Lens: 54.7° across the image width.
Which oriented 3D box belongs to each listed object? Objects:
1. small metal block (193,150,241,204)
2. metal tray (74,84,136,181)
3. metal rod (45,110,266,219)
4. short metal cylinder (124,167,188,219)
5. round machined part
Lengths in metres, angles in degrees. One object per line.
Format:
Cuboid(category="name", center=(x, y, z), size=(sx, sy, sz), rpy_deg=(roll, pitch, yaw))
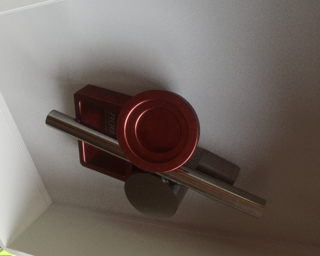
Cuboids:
Cuboid(category="small metal block", center=(0.070, 0.065, 0.409), size=(0.050, 0.025, 0.050), rpy_deg=(28, 128, 10))
Cuboid(category="metal tray", center=(-0.073, 0.010, 0.445), size=(0.090, 0.030, 0.129), rpy_deg=(17, 125, 18))
Cuboid(category="metal rod", center=(-0.014, 0.042, 0.401), size=(0.301, 0.025, 0.025), rpy_deg=(22, 127, 11))
Cuboid(category="short metal cylinder", center=(-0.003, 0.082, 0.440), size=(0.080, 0.050, 0.079), rpy_deg=(13, 124, 20))
Cuboid(category="round machined part", center=(0.000, 0.002, 0.380), size=(0.098, 0.042, 0.097), rpy_deg=(2, 97, 14))
